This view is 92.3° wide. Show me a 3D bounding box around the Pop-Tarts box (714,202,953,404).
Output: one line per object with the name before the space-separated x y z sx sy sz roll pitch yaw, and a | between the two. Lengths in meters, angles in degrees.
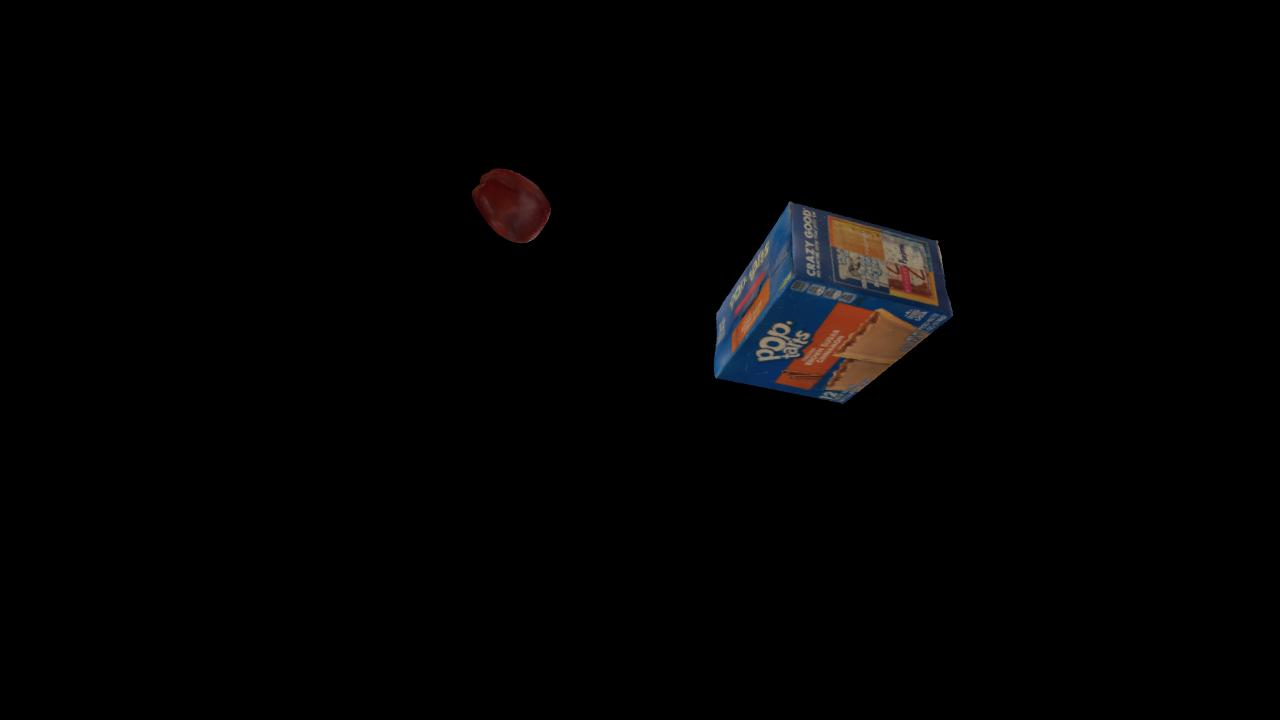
Pop-Tarts box | 0.163 -0.041 0.558 0.141 0.083 0.167 12 -32 -11

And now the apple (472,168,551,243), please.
apple | -0.153 -0.184 0.740 0.079 0.079 0.093 0 -32 50
